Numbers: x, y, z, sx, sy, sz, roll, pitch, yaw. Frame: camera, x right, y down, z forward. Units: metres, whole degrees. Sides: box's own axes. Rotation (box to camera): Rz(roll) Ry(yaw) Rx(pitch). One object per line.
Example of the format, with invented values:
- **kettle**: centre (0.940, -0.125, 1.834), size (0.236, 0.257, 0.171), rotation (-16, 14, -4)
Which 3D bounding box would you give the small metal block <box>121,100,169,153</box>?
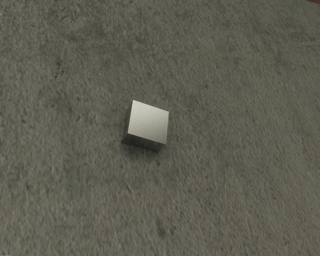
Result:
- **small metal block**: centre (-0.018, -0.002, 0.395), size (0.050, 0.025, 0.050), rotation (18, 55, -18)
